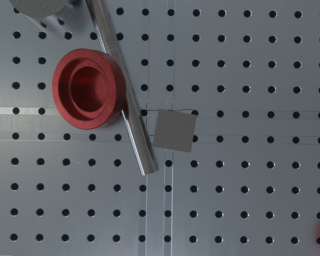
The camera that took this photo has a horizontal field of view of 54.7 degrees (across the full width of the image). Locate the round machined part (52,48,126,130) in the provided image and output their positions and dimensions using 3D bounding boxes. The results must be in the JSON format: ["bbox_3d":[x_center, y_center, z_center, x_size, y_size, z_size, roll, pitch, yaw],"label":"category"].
[{"bbox_3d":[-0.084,-0.049,0.392,0.098,0.042,0.097,4,100,25],"label":"round machined part"}]

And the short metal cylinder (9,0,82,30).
[{"bbox_3d":[-0.147,-0.173,0.399,0.081,0.050,0.079,0,90,0],"label":"short metal cylinder"}]

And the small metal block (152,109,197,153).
[{"bbox_3d":[0.019,0.003,0.414,0.050,0.025,0.050,9,90,0],"label":"small metal block"}]

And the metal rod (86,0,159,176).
[{"bbox_3d":[-0.058,-0.083,0.412,0.025,0.025,0.298,-18,90,0],"label":"metal rod"}]
